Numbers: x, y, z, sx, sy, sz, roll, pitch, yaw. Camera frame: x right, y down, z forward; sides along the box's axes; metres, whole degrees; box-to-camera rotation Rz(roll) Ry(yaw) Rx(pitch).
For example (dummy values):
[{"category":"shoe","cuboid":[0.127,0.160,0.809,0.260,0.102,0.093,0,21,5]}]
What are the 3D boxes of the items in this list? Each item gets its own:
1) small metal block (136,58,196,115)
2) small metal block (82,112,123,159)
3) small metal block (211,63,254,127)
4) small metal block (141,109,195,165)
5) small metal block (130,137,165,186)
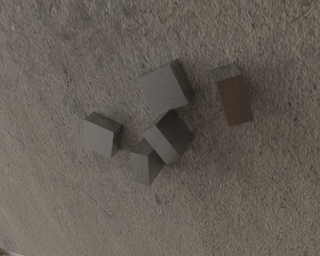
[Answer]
[{"category":"small metal block","cuboid":[0.007,-0.049,0.373,0.050,0.025,0.050,-16,110,34]},{"category":"small metal block","cuboid":[-0.086,0.011,0.459,0.050,0.025,0.050,23,127,14]},{"category":"small metal block","cuboid":[0.075,-0.036,0.325,0.025,0.050,0.050,-17,112,9]},{"category":"small metal block","cuboid":[0.012,0.009,0.390,0.025,0.050,0.050,-31,101,38]},{"category":"small metal block","cuboid":[-0.016,0.043,0.425,0.025,0.050,0.050,12,124,22]}]
